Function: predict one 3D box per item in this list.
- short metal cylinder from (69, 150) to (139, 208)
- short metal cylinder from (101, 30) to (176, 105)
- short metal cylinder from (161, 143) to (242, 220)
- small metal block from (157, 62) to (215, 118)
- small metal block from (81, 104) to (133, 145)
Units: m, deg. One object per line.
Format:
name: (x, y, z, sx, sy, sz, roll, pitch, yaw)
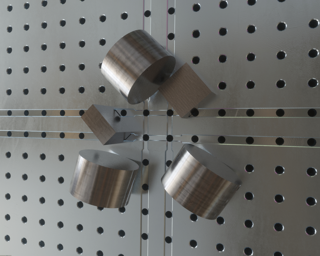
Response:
short metal cylinder: (-0.073, 0.065, 0.409, 0.080, 0.080, 0.050, 18, 96, 19)
short metal cylinder: (-0.027, -0.076, 0.393, 0.050, 0.080, 0.080, 46, 104, 14)
short metal cylinder: (0.049, 0.061, 0.366, 0.080, 0.080, 0.050, 36, 102, 16)
small metal block: (0.034, -0.047, 0.400, 0.050, 0.025, 0.050, -41, 77, 15)
small metal block: (-0.072, -0.005, 0.425, 0.025, 0.050, 0.050, -44, 76, 15)
